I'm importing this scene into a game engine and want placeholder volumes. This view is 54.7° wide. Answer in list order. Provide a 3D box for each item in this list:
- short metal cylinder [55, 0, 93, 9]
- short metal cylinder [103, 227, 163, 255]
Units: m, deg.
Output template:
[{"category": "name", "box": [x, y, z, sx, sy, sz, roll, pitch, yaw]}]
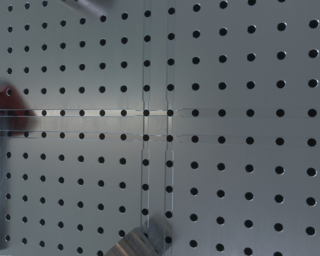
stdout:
[{"category": "short metal cylinder", "box": [-0.133, -0.220, 0.446, 0.080, 0.050, 0.080, 0, 90, 20]}, {"category": "short metal cylinder", "box": [-0.042, 0.175, 0.398, 0.050, 0.080, 0.080, 46, 104, 14]}]
